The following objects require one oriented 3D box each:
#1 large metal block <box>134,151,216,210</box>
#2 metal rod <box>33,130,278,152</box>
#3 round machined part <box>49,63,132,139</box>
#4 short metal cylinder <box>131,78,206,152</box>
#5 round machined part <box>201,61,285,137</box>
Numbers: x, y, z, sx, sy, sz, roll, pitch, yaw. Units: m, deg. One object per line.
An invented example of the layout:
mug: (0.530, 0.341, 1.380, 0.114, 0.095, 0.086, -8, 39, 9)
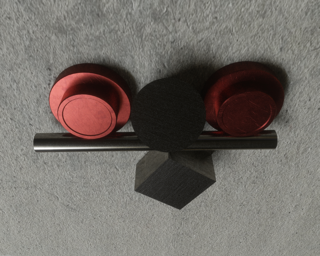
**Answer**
large metal block: (0.020, 0.064, 0.444, 0.080, 0.050, 0.080, 28, 125, -22)
metal rod: (-0.006, 0.017, 0.395, 0.302, 0.025, 0.025, -1, 130, 0)
round machined part: (-0.084, -0.025, 0.375, 0.099, 0.042, 0.097, 0, 130, 0)
short metal cylinder: (0.009, -0.015, 0.355, 0.080, 0.050, 0.079, 0, 95, 0)
round machined part: (0.101, -0.028, 0.375, 0.099, 0.042, 0.097, 0, 130, 0)
